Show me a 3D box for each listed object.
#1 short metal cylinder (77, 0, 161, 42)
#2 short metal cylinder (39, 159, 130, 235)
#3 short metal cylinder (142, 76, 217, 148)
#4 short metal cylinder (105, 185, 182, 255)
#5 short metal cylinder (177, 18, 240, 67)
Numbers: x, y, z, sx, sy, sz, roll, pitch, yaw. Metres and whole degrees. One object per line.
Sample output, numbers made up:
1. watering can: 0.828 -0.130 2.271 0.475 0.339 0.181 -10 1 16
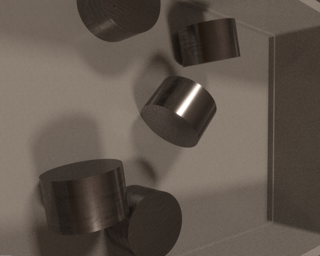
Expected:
1. short metal cylinder: -0.046 -0.143 0.353 0.081 0.050 0.079 0 90 -40
2. short metal cylinder: -0.074 0.065 0.310 0.081 0.080 0.050 -13 98 -40
3. short metal cylinder: 0.024 -0.019 0.393 0.080 0.080 0.050 49 61 -29
4. short metal cylinder: -0.020 0.113 0.376 0.081 0.050 0.079 0 90 -40
5. short metal cylinder: 0.067 -0.117 0.429 0.081 0.080 0.050 -18 102 -39
